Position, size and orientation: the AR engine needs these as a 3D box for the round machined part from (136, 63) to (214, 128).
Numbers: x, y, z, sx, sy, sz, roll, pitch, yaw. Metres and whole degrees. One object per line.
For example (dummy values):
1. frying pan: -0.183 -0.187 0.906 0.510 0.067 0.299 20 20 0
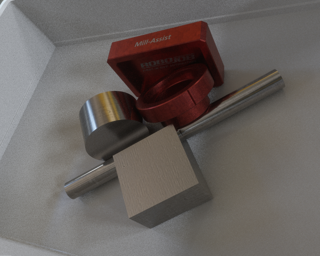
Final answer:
1. round machined part: 0.023 -0.036 0.384 0.098 0.042 0.098 -26 24 13

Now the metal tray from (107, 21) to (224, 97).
1. metal tray: 0.009 -0.083 0.406 0.130 0.090 0.030 -6 59 24

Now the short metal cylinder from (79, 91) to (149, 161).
1. short metal cylinder: -0.060 -0.001 0.399 0.080 0.080 0.050 -29 52 9

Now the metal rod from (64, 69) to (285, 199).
1. metal rod: 0.011 0.012 0.389 0.301 0.025 0.025 -29 52 9

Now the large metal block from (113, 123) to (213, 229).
1. large metal block: 0.002 0.055 0.350 0.080 0.050 0.080 -29 52 9
